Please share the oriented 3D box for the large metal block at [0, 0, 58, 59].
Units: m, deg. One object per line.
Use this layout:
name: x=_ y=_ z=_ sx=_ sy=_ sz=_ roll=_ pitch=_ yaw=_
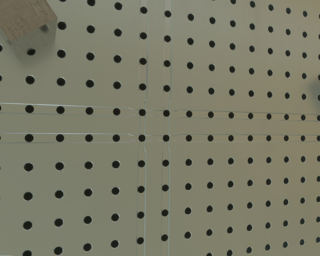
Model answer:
large metal block: x=-0.155 y=-0.128 z=0.326 sx=0.050 sy=0.080 sz=0.080 roll=-36 pitch=102 yaw=-17
